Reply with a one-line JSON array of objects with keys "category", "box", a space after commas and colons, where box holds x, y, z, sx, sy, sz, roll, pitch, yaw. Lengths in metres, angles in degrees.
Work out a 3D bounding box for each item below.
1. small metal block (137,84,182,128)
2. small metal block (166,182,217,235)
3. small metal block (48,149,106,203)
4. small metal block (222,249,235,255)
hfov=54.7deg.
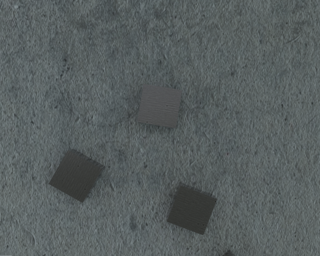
[{"category": "small metal block", "box": [0.000, -0.028, 0.410, 0.050, 0.025, 0.050, 9, 90, 0]}, {"category": "small metal block", "box": [0.041, 0.106, 0.410, 0.050, 0.025, 0.050, 21, 90, 0]}, {"category": "small metal block", "box": [-0.109, 0.062, 0.409, 0.050, 0.025, 0.050, 30, 90, 0]}, {"category": "small metal block", "box": [0.092, 0.201, 0.411, 0.050, 0.025, 0.050, -40, 90, 0]}]
